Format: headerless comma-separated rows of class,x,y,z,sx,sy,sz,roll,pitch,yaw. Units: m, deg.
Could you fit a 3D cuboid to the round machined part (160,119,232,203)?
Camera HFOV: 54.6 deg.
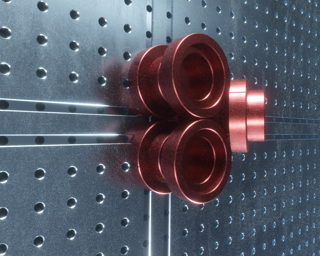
round machined part,0.040,0.038,0.375,0.099,0.042,0.097,0,90,-40

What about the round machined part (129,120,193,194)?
round machined part,0.011,0.038,0.407,0.099,0.042,0.097,0,90,-40

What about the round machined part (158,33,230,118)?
round machined part,0.037,-0.060,0.372,0.099,0.042,0.097,0,90,-40

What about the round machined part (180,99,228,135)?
round machined part,0.080,-0.017,0.464,0.099,0.042,0.097,0,90,-40

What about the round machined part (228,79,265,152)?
round machined part,0.118,-0.016,0.413,0.098,0.042,0.097,-1,90,-72

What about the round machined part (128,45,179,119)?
round machined part,0.010,-0.060,0.407,0.099,0.042,0.097,0,90,-40
